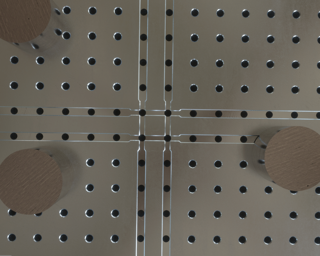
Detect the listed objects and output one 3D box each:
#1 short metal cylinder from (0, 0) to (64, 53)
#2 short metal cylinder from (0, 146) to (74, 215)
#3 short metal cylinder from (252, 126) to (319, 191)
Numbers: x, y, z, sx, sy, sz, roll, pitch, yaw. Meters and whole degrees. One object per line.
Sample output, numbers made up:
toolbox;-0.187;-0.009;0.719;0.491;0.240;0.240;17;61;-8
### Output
short metal cylinder;-0.172;-0.143;0.399;0.081;0.050;0.079;0;90;-1
short metal cylinder;-0.158;0.065;0.399;0.081;0.050;0.079;0;90;-1
short metal cylinder;0.168;0.037;0.403;0.081;0.050;0.079;0;90;-1
